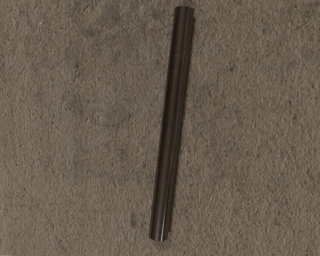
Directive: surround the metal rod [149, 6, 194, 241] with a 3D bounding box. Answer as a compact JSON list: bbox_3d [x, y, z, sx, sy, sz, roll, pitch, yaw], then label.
[{"bbox_3d":[0.014,-0.004,0.403,0.025,0.025,0.298,7,92,19],"label":"metal rod"}]
